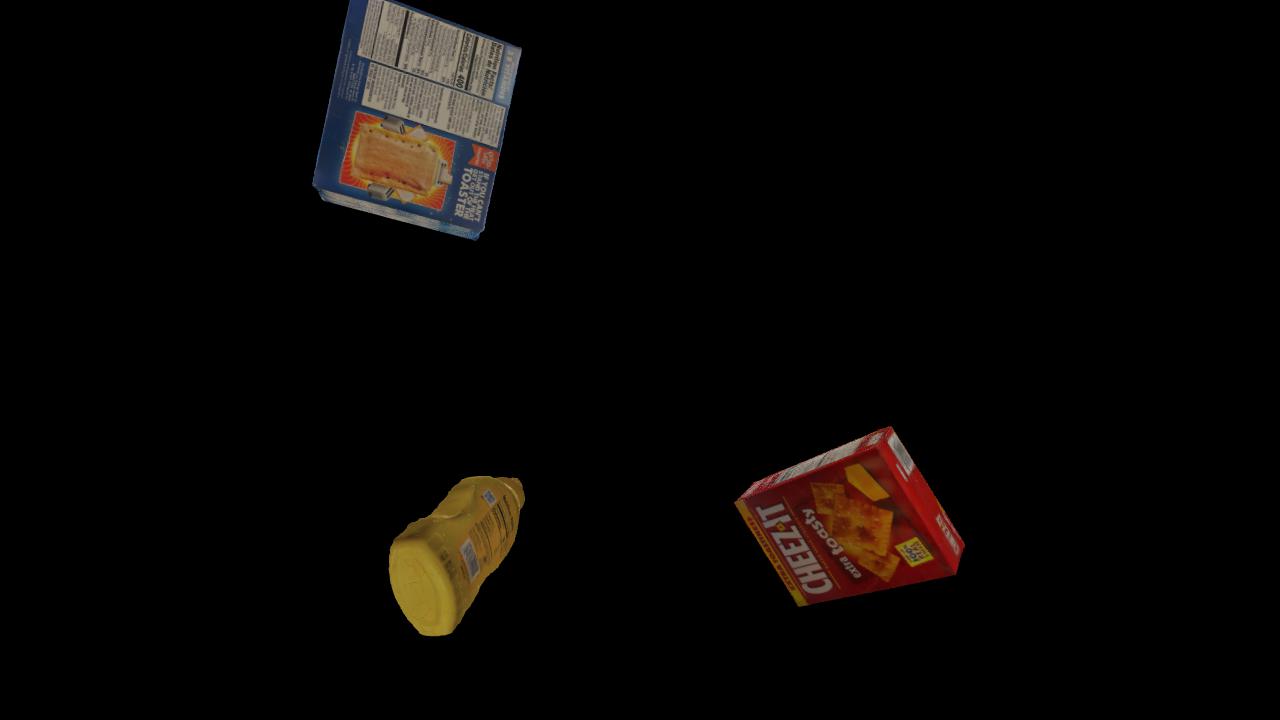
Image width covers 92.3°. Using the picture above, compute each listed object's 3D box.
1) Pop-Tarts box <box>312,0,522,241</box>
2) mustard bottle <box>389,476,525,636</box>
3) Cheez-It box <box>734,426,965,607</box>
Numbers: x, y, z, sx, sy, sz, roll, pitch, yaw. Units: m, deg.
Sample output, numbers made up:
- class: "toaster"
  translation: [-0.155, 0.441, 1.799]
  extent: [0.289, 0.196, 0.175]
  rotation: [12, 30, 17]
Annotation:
- class: "Pop-Tarts box"
  translation: [-0.197, -0.209, 0.553]
  extent: [0.141, 0.167, 0.083]
  rotation: [12, 2, -20]
- class: "mustard bottle"
  translation: [-0.152, 0.157, 0.566]
  extent: [0.054, 0.092, 0.184]
  rotation: [-14, 12, 17]
- class: "Cheez-It box"
  translation: [0.252, 0.202, 0.767]
  extent: [0.223, 0.166, 0.071]
  rotation: [-34, -5, 40]
